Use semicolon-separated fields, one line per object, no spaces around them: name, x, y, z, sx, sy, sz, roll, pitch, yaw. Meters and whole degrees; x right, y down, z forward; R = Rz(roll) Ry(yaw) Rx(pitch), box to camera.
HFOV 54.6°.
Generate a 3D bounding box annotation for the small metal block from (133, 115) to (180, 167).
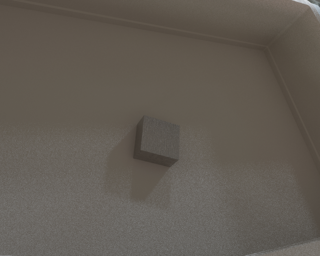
small metal block;-0.004;0.017;0.393;0.050;0.025;0.050;16;55;-19
